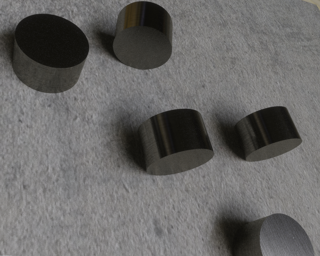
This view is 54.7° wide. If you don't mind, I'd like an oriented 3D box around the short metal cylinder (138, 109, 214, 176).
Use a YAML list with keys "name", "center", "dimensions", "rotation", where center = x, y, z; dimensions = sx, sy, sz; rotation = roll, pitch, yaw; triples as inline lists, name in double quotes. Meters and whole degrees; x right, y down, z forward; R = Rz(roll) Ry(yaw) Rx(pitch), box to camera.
- name: "short metal cylinder"
  center: [0.018, 0.019, 0.368]
  dimensions: [0.081, 0.080, 0.050]
  rotation: [-1, 62, -29]

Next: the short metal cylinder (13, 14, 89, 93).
- name: "short metal cylinder"
  center: [-0.131, -0.089, 0.372]
  dimensions: [0.081, 0.050, 0.080]
  rotation: [14, 56, -21]

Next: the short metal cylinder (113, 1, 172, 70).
- name: "short metal cylinder"
  center: [-0.023, -0.128, 0.436]
  dimensions: [0.081, 0.080, 0.050]
  rotation: [16, 56, -20]

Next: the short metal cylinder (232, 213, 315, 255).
- name: "short metal cylinder"
  center: [0.136, 0.149, 0.372]
  dimensions: [0.081, 0.050, 0.080]
  rotation: [14, 56, -21]

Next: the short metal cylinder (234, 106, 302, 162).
- name: "short metal cylinder"
  center: [0.155, 0.010, 0.448]
  dimensions: [0.081, 0.080, 0.050]
  rotation: [-1, 62, -29]
